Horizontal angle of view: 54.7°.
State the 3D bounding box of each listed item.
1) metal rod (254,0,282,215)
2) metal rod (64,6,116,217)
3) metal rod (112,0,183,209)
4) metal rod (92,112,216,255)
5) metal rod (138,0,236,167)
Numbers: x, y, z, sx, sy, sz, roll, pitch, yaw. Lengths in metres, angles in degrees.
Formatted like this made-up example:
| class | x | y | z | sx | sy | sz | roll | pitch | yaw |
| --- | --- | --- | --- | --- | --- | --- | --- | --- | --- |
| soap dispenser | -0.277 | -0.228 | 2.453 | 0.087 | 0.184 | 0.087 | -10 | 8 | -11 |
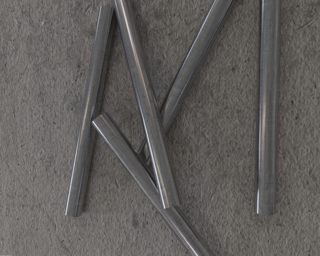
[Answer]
| class | x | y | z | sx | sy | sz | roll | pitch | yaw |
| --- | --- | --- | --- | --- | --- | --- | --- | --- | --- |
| metal rod | 0.127 | -0.050 | 0.363 | 0.025 | 0.025 | 0.298 | 2 | 91 | 20 |
| metal rod | -0.100 | -0.021 | 0.444 | 0.025 | 0.025 | 0.298 | 12 | 94 | 19 |
| metal rod | -0.021 | -0.050 | 0.395 | 0.025 | 0.025 | 0.299 | -19 | 76 | 19 |
| metal rod | 0.013 | 0.106 | 0.385 | 0.025 | 0.025 | 0.299 | -39 | 85 | 16 |
| metal rod | 0.034 | -0.068 | 0.396 | 0.025 | 0.025 | 0.298 | 30 | 99 | 17 |
